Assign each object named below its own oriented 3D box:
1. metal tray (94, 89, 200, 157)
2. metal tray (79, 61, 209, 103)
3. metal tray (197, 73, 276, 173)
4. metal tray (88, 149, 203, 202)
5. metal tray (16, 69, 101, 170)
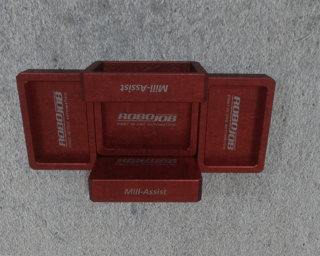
[{"bbox_3d":[-0.017,-0.010,0.404,0.131,0.030,0.089,1,110,-1],"label":"metal tray"},{"bbox_3d":[-0.016,-0.056,0.356,0.131,0.090,0.030,0,110,-1],"label":"metal tray"},{"bbox_3d":[0.095,-0.005,0.408,0.091,0.030,0.129,0,110,-1],"label":"metal tray"},{"bbox_3d":[-0.017,0.057,0.396,0.131,0.090,0.030,0,110,-1],"label":"metal tray"},{"bbox_3d":[-0.127,-0.009,0.403,0.091,0.030,0.129,0,110,-1],"label":"metal tray"}]
